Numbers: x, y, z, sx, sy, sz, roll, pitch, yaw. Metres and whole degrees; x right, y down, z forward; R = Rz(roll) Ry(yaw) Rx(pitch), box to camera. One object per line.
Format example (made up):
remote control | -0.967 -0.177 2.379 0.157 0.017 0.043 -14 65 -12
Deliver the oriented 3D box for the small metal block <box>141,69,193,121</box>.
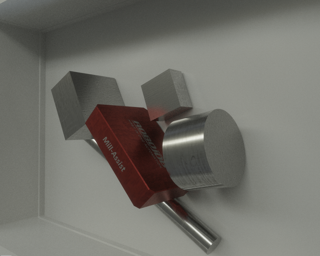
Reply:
small metal block | 0.008 -0.041 0.395 0.050 0.025 0.050 -25 75 37

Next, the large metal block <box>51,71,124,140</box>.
large metal block | -0.099 -0.030 0.448 0.050 0.081 0.080 -33 70 35

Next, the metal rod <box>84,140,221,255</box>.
metal rod | -0.040 0.062 0.436 0.300 0.025 0.025 35 112 34

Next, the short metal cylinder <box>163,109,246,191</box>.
short metal cylinder | 0.048 0.024 0.328 0.050 0.081 0.080 -15 81 40

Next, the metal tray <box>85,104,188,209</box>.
metal tray | -0.022 0.028 0.378 0.030 0.091 0.130 -51 61 27
